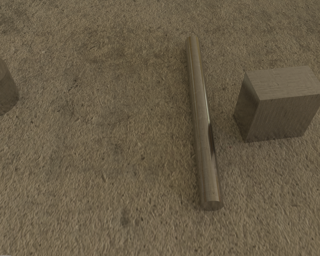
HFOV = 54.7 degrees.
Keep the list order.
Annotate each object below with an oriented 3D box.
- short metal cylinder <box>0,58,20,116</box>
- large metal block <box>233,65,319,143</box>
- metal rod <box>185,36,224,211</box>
[{"bbox_3d":[-0.246,-0.057,0.431,0.081,0.050,0.080,0,50,0],"label":"short metal cylinder"},{"bbox_3d":[0.147,-0.029,0.394,0.081,0.080,0.050,-6,51,-6],"label":"large metal block"},{"bbox_3d":[0.056,-0.031,0.429,0.025,0.025,0.300,0,50,0],"label":"metal rod"}]
